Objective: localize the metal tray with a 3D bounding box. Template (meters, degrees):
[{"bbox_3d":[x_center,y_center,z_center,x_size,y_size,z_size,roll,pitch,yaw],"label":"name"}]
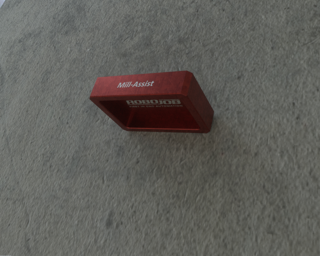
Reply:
[{"bbox_3d":[-0.009,-0.028,0.385,0.130,0.090,0.030,1,63,29],"label":"metal tray"}]
